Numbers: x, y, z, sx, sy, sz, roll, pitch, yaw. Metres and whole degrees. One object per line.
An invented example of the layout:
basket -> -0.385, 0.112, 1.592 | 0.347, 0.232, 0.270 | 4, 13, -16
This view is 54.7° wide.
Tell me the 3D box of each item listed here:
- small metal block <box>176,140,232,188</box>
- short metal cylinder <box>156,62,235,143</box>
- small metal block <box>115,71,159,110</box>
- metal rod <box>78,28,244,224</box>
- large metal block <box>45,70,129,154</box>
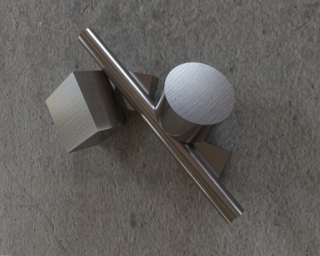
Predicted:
small metal block -> 0.056, 0.043, 0.390 | 0.050, 0.025, 0.050 | 26, 98, 17
short metal cylinder -> 0.039, -0.029, 0.361 | 0.081, 0.050, 0.080 | 5, 64, -11
small metal block -> -0.034, -0.049, 0.421 | 0.050, 0.025, 0.050 | 13, 94, 19
metal rod -> -0.007, -0.012, 0.385 | 0.025, 0.025, 0.300 | -43, 77, 15
large metal block -> -0.099, -0.021, 0.413 | 0.080, 0.050, 0.080 | -31, 80, 41
